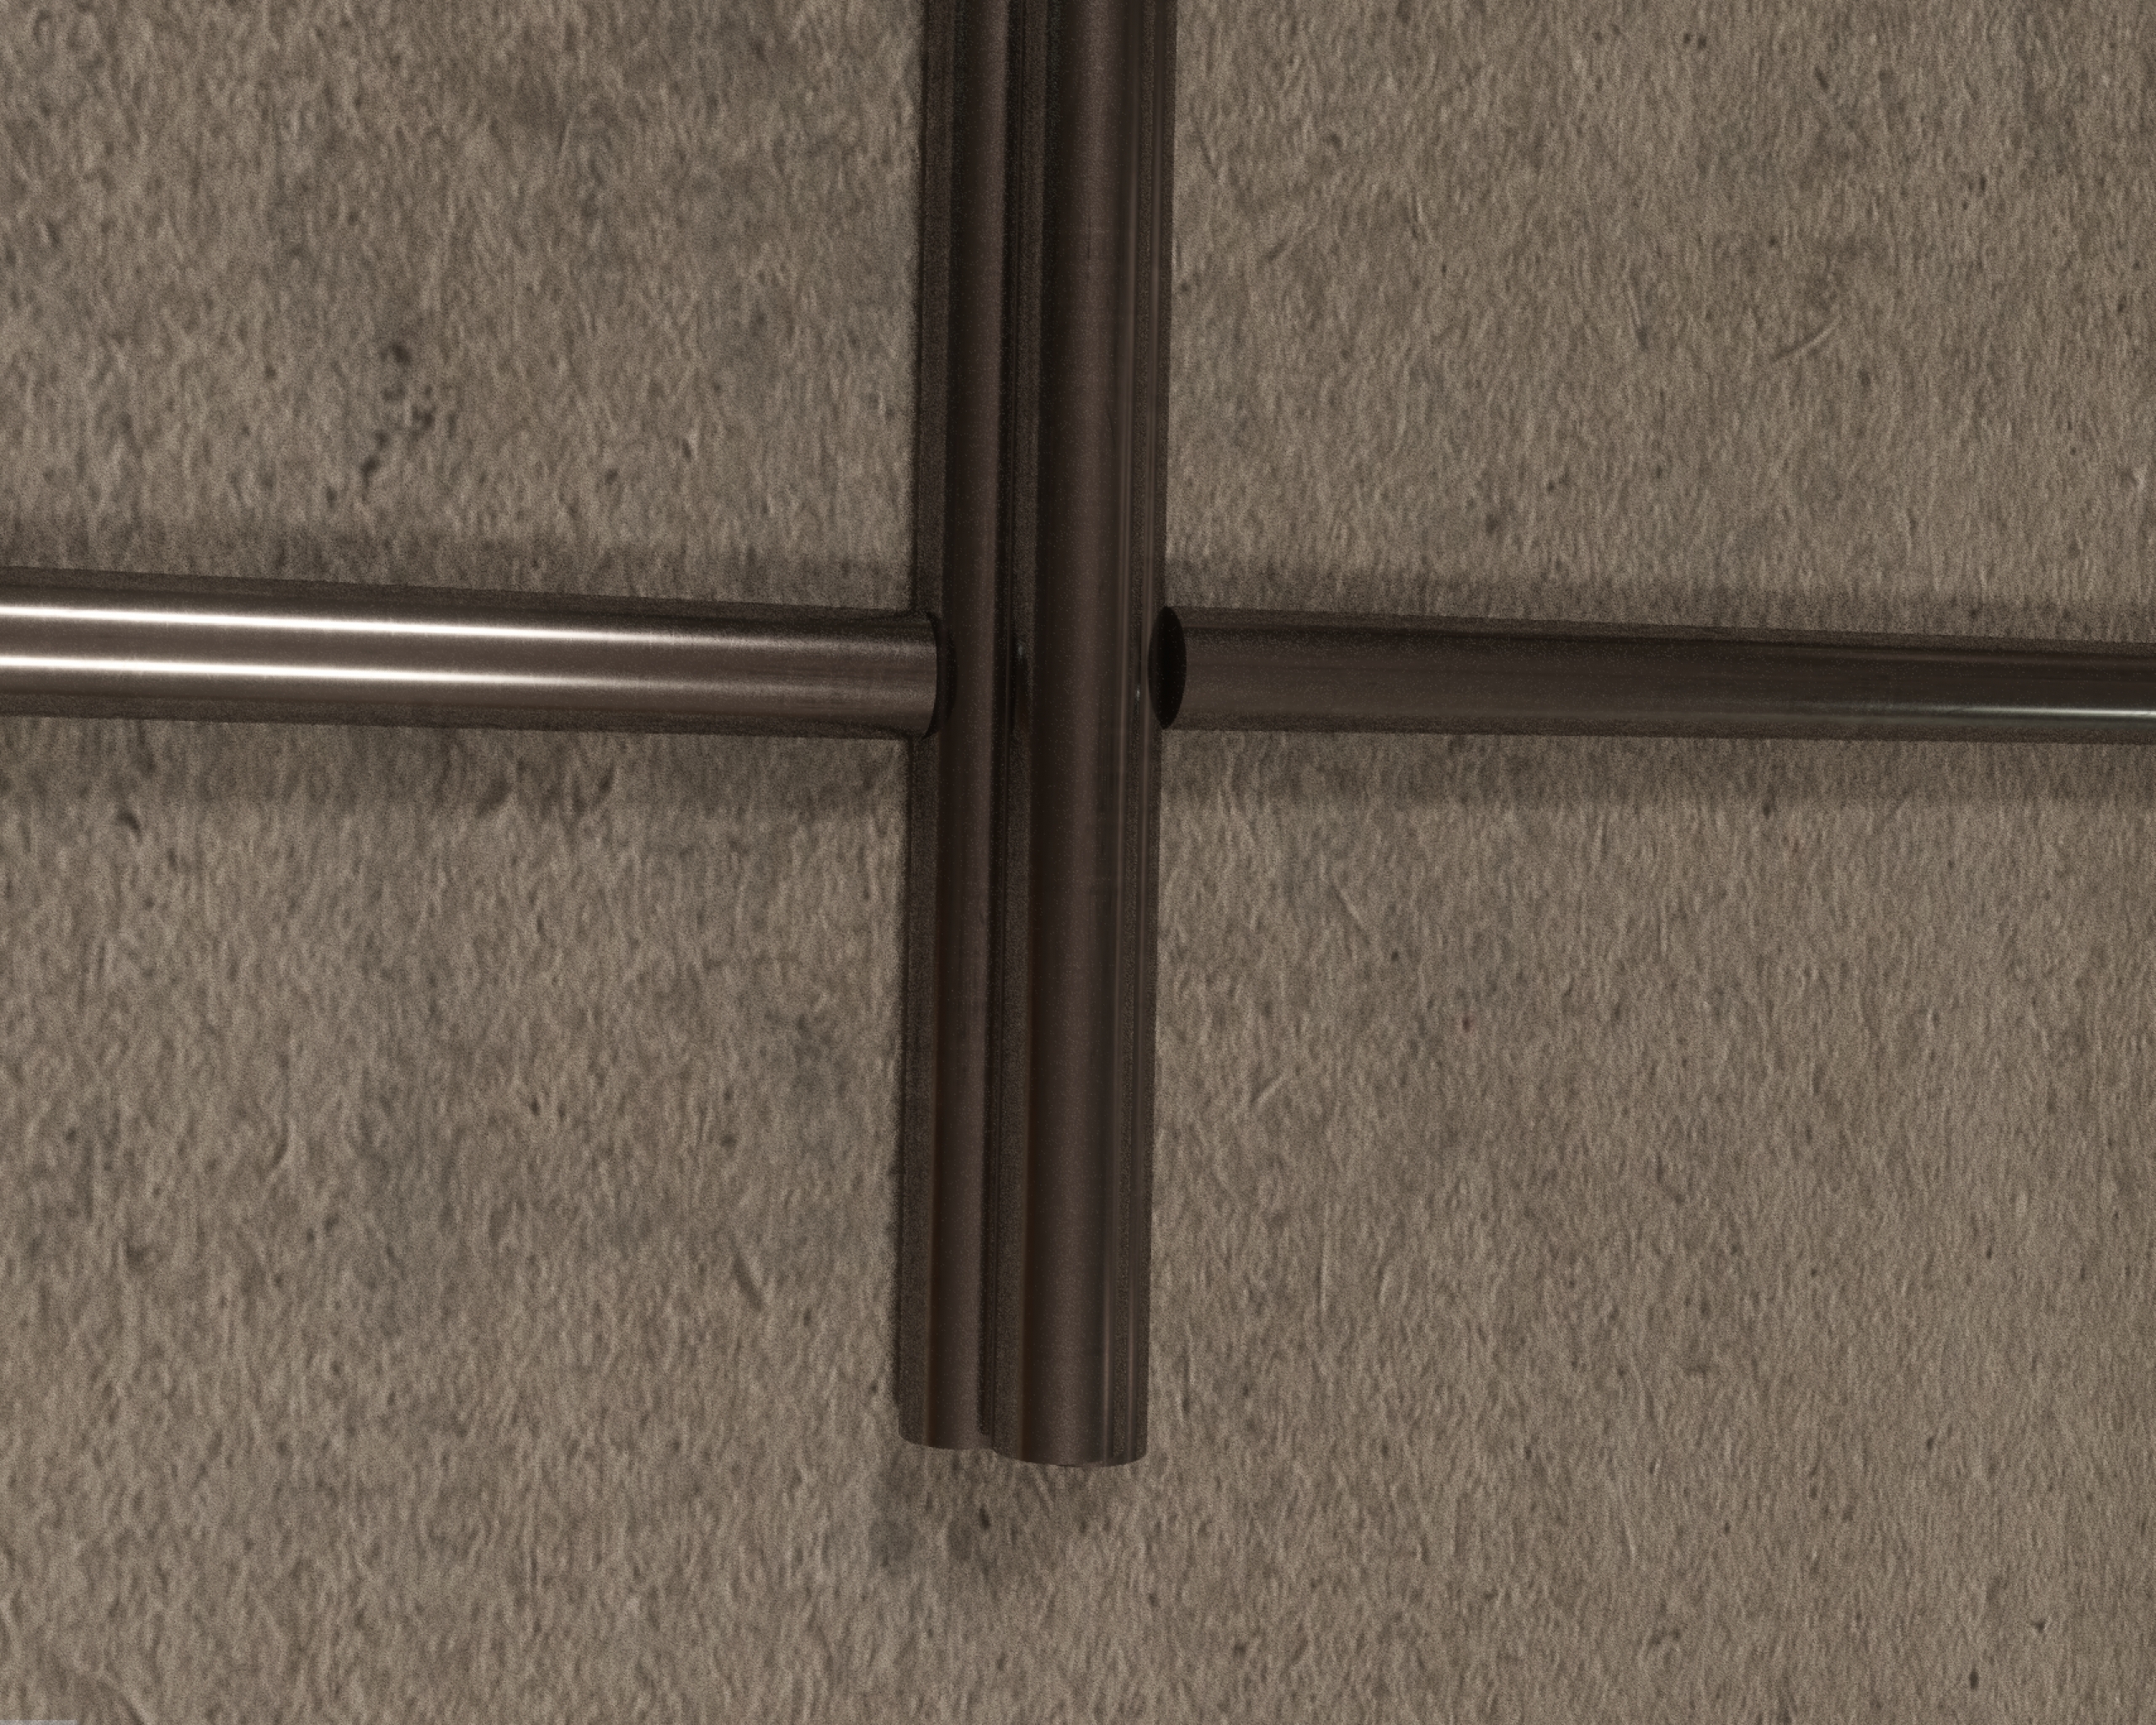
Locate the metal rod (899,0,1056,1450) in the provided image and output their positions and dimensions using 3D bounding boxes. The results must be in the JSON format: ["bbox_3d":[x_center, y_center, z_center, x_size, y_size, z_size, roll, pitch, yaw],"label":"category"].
[{"bbox_3d":[-0.019,-0.039,0.405,0.025,0.025,0.298,1,90,-20],"label":"metal rod"}]

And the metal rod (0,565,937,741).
[{"bbox_3d":[-0.172,-0.037,0.346,0.303,0.025,0.025,0,90,-21],"label":"metal rod"}]

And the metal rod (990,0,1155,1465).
[{"bbox_3d":[-0.001,-0.040,0.389,0.025,0.025,0.298,1,90,-20],"label":"metal rod"}]

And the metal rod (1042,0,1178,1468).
[{"bbox_3d":[0.004,-0.033,0.414,0.025,0.025,0.298,1,90,-20],"label":"metal rod"}]

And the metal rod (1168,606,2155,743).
[{"bbox_3d":[0.158,-0.040,0.470,0.303,0.025,0.025,-1,90,-21],"label":"metal rod"}]
